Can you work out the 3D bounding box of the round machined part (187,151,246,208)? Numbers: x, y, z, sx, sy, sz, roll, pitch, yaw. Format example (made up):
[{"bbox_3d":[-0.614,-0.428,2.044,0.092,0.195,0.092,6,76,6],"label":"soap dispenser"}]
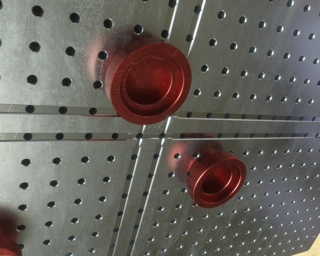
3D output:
[{"bbox_3d":[0.086,0.078,0.498,0.099,0.042,0.097,-14,125,-21],"label":"round machined part"}]

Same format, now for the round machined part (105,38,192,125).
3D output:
[{"bbox_3d":[-0.016,-0.056,0.358,0.099,0.042,0.097,-14,125,-21],"label":"round machined part"}]

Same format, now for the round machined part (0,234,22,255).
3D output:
[{"bbox_3d":[-0.224,0.167,0.381,0.099,0.042,0.097,-14,125,-21],"label":"round machined part"}]
